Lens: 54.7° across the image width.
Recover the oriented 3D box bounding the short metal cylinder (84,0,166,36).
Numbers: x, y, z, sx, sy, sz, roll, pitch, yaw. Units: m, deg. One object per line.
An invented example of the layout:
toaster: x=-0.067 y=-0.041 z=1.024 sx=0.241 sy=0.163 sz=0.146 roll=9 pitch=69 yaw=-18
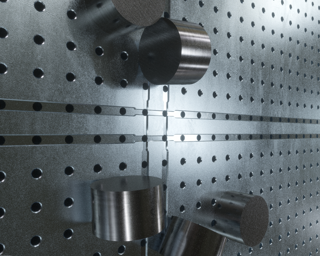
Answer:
short metal cylinder: x=-0.040 y=-0.153 z=0.360 sx=0.081 sy=0.050 sz=0.079 roll=0 pitch=90 yaw=-40

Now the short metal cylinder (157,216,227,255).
short metal cylinder: x=0.043 y=0.157 z=0.412 sx=0.080 sy=0.080 sz=0.050 roll=37 pitch=67 yaw=-34

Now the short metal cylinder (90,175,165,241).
short metal cylinder: x=-0.036 y=0.086 z=0.345 sx=0.081 sy=0.080 sz=0.050 roll=-4 pitch=93 yaw=-40

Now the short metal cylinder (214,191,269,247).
short metal cylinder: x=0.135 y=0.147 z=0.509 sx=0.081 sy=0.050 sz=0.079 roll=0 pitch=90 yaw=-40

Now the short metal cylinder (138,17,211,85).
short metal cylinder: x=0.017 y=-0.094 z=0.390 sx=0.050 sy=0.080 sz=0.079 roll=-7 pitch=95 yaw=-40
